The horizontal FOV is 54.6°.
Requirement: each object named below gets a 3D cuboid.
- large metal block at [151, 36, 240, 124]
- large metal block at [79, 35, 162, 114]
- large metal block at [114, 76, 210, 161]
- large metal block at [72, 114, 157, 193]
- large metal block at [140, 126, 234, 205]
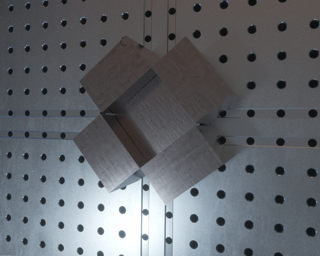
[{"bbox_3d":[0.046,-0.052,0.368,0.050,0.080,0.080,-40,78,15],"label":"large metal block"},{"bbox_3d":[-0.040,-0.062,0.398,0.080,0.080,0.050,-40,77,16],"label":"large metal block"},{"bbox_3d":[0.003,-0.011,0.397,0.080,0.050,0.080,-40,76,17],"label":"large metal block"},{"bbox_3d":[-0.051,0.029,0.402,0.050,0.080,0.080,-40,78,16],"label":"large metal block"},{"bbox_3d":[0.036,0.041,0.372,0.080,0.080,0.050,-39,78,16],"label":"large metal block"}]
